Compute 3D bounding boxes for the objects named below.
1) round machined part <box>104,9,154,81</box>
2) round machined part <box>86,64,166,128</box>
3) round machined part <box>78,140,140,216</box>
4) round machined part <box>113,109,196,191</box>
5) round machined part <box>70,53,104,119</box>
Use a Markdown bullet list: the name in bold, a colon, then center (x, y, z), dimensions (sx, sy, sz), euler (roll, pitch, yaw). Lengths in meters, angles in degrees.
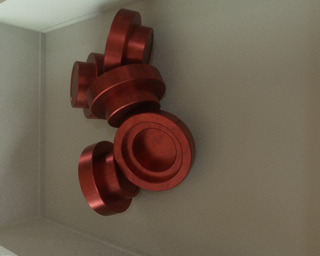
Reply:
- **round machined part**: center (-0.036, -0.099, 0.400), dimensions (0.042, 0.098, 0.097), euler (14, 101, 3)
- **round machined part**: center (-0.038, -0.034, 0.388), dimensions (0.098, 0.099, 0.042), euler (-36, 66, 34)
- **round machined part**: center (-0.060, 0.063, 0.410), dimensions (0.042, 0.098, 0.098), euler (-19, 77, 20)
- **round machined part**: center (-0.004, 0.024, 0.382), dimensions (0.098, 0.042, 0.097), euler (5, 106, 18)
- **round machined part**: center (-0.105, -0.062, 0.456), dimensions (0.098, 0.042, 0.097), euler (-177, 90, -65)
